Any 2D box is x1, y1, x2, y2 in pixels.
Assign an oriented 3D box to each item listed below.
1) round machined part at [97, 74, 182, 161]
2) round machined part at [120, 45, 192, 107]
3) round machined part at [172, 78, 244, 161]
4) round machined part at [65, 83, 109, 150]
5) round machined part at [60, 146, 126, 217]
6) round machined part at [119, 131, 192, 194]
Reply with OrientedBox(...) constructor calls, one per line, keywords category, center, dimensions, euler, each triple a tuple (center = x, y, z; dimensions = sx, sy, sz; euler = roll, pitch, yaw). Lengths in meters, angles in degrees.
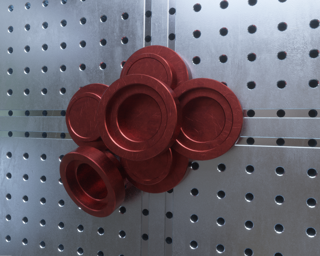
OrientedBox(category="round machined part", center=(-0.021, -0.012, 0.366), dimensions=(0.098, 0.042, 0.097), euler=(0, 90, 20))
OrientedBox(category="round machined part", center=(-0.010, -0.060, 0.408), dimensions=(0.098, 0.042, 0.097), euler=(0, 90, 20))
OrientedBox(category="round machined part", center=(0.054, -0.010, 0.384), dimensions=(0.098, 0.042, 0.097), euler=(0, 90, 20))
OrientedBox(category="round machined part", center=(-0.092, -0.014, 0.437), dimensions=(0.098, 0.042, 0.097), euler=(0, 90, 20))
OrientedBox(category="round machined part", center=(-0.085, 0.068, 0.420), dimensions=(0.098, 0.042, 0.097), euler=(15, 120, 28))
OrientedBox(category="round machined part", center=(-0.010, 0.038, 0.407), dimensions=(0.098, 0.042, 0.097), euler=(0, 90, 20))
